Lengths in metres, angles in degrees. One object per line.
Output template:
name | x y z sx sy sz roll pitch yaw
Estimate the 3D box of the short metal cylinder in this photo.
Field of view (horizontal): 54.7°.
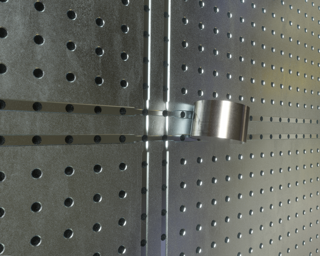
short metal cylinder | 0.087 -0.007 0.449 0.081 0.080 0.050 13 82 -40
